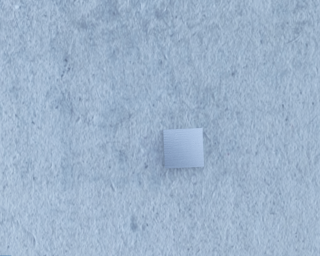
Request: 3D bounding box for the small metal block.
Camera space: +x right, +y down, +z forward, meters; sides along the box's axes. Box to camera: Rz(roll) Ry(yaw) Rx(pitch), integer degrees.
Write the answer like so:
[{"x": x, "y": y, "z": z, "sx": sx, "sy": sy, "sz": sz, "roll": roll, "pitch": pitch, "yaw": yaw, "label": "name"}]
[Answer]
[{"x": 0.030, "y": 0.026, "z": 0.410, "sx": 0.050, "sy": 0.025, "sz": 0.050, "roll": -3, "pitch": 90, "yaw": 0, "label": "small metal block"}]
